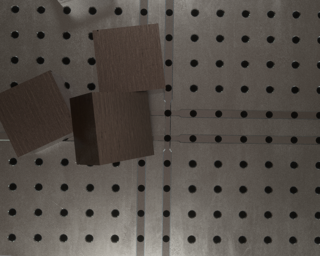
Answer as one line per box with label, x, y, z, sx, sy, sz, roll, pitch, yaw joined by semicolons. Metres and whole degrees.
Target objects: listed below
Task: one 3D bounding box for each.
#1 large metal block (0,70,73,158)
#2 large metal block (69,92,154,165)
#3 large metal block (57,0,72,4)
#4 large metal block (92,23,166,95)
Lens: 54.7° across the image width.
large metal block;-0.152;-0.017;0.399;0.080;0.050;0.080;-25;90;-1
large metal block;-0.058;-0.001;0.379;0.081;0.050;0.079;-6;90;-44
large metal block;-0.113;-0.221;0.399;0.080;0.050;0.080;-21;90;-1
large metal block;-0.038;-0.083;0.400;0.081;0.050;0.079;-7;90;-1
